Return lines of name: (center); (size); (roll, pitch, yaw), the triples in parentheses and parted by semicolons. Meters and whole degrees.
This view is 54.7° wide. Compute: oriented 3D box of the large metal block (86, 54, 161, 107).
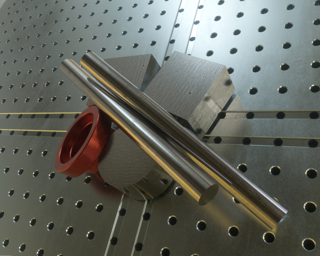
large metal block: (-0.046, -0.054, 0.441); (0.080, 0.050, 0.080); (1, 62, 28)

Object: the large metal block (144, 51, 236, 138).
large metal block: (0.035, -0.043, 0.394); (0.080, 0.050, 0.080); (27, 77, 37)

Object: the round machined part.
round machined part: (-0.094, 0.022, 0.414); (0.098, 0.042, 0.098); (-35, 36, 31)

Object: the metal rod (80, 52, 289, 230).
metal rod: (0.009, -0.002, 0.352); (0.300, 0.025, 0.025); (40, 85, 24)

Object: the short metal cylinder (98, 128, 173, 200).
short metal cylinder: (-0.027, 0.041, 0.375); (0.080, 0.050, 0.080); (-13, 56, 21)

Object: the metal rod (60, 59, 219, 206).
metal rod: (-0.047, -0.016, 0.372); (0.025, 0.025, 0.300); (-47, 52, -4)
